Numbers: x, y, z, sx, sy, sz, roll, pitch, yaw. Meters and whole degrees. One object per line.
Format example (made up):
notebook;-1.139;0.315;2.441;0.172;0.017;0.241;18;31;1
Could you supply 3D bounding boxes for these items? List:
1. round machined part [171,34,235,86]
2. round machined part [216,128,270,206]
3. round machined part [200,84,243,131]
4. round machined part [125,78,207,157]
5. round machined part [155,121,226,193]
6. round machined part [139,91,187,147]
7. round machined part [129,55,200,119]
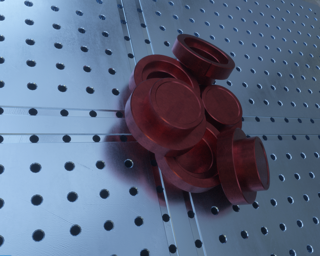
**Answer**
round machined part;0.062;-0.101;0.477;0.099;0.042;0.098;20;32;-13
round machined part;0.110;0.047;0.395;0.098;0.042;0.098;32;52;-52
round machined part;0.081;-0.024;0.455;0.099;0.042;0.098;13;56;-21
round machined part;0.013;-0.019;0.361;0.099;0.042;0.098;13;56;-21
round machined part;0.037;0.036;0.395;0.099;0.042;0.098;13;56;-21
round machined part;0.007;-0.012;0.407;0.099;0.042;0.098;13;56;-21
round machined part;0.003;-0.050;0.429;0.099;0.042;0.098;13;56;-21
